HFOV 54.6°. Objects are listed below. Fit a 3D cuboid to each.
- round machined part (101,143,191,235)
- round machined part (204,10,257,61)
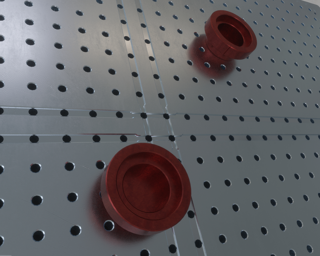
[{"bbox_3d":[-0.018,0.069,0.345,0.099,0.042,0.098,13,56,-21],"label":"round machined part"},{"bbox_3d":[0.122,-0.161,0.561,0.099,0.042,0.098,13,56,-21],"label":"round machined part"}]
